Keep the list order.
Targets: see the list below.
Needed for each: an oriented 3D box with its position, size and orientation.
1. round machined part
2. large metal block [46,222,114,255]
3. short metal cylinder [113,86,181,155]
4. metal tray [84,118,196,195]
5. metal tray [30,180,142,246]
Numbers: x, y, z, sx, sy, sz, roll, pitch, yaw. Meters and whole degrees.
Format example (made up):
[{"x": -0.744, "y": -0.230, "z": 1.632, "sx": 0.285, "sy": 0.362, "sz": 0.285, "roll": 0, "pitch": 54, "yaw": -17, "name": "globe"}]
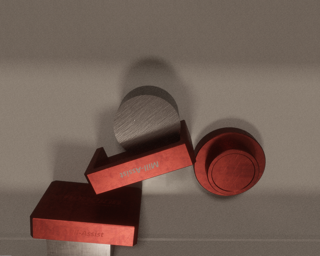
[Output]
[{"x": 0.096, "y": 0.051, "z": 0.423, "sx": 0.099, "sy": 0.042, "sz": 0.097, "roll": 0, "pitch": 110, "yaw": -1, "name": "round machined part"}, {"x": -0.105, "y": 0.147, "z": 0.435, "sx": 0.081, "sy": 0.080, "sz": 0.050, "roll": 4, "pitch": 110, "yaw": -2, "name": "large metal block"}, {"x": -0.015, "y": -0.009, "z": 0.394, "sx": 0.081, "sy": 0.050, "sz": 0.079, "roll": 0, "pitch": 110, "yaw": 0, "name": "short metal cylinder"}, {"x": -0.023, "y": 0.033, "z": 0.402, "sx": 0.131, "sy": 0.090, "sz": 0.030, "roll": -18, "pitch": 109, "yaw": 7, "name": "metal tray"}, {"x": -0.092, "y": 0.111, "z": 0.416, "sx": 0.131, "sy": 0.090, "sz": 0.030, "roll": 6, "pitch": 110, "yaw": -3, "name": "metal tray"}]
